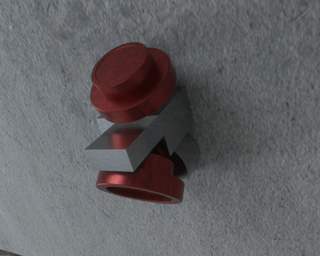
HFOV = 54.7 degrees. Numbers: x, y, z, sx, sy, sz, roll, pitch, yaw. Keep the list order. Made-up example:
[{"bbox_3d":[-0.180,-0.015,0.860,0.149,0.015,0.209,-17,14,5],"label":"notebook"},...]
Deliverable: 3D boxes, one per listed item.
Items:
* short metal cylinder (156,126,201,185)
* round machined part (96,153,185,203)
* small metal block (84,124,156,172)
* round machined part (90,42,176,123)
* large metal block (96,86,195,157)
[{"bbox_3d":[0.008,0.040,0.413,0.080,0.050,0.079,13,124,20],"label":"short metal cylinder"},{"bbox_3d":[-0.020,0.056,0.356,0.099,0.042,0.098,9,159,4],"label":"round machined part"},{"bbox_3d":[-0.040,0.020,0.319,0.050,0.050,0.025,-2,117,29],"label":"small metal block"},{"bbox_3d":[-0.035,-0.056,0.339,0.098,0.098,0.042,-2,142,29],"label":"round machined part"},{"bbox_3d":[-0.014,-0.009,0.372,0.080,0.080,0.050,-2,118,29],"label":"large metal block"}]
